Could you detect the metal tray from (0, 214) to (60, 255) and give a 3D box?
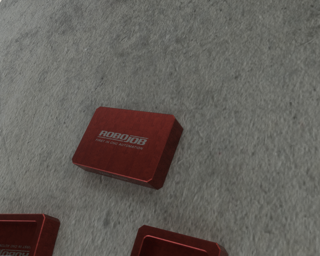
[{"bbox_3d":[-0.201,0.161,0.404,0.130,0.030,0.090,-7,59,24],"label":"metal tray"}]

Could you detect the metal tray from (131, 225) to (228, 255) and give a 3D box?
[{"bbox_3d":[0.006,0.168,0.293,0.090,0.030,0.130,4,63,29],"label":"metal tray"}]

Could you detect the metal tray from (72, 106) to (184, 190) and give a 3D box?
[{"bbox_3d":[-0.044,0.022,0.409,0.130,0.030,0.090,8,66,31],"label":"metal tray"}]
